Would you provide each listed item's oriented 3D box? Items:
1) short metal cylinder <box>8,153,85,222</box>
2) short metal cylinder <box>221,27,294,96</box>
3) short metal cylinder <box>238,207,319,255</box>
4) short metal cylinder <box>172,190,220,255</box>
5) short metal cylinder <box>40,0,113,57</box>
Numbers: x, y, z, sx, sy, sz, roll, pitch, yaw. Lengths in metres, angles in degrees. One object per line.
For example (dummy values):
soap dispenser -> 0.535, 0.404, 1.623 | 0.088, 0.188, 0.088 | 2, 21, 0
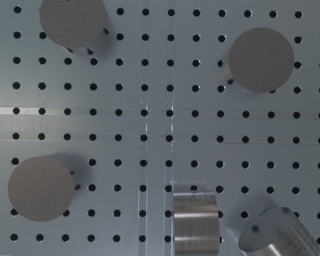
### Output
short metal cylinder -> -0.144, 0.074, 0.400 | 0.081, 0.050, 0.080 | 0, 90, 0
short metal cylinder -> 0.124, -0.083, 0.402 | 0.081, 0.050, 0.079 | 0, 90, 0
short metal cylinder -> 0.146, 0.145, 0.387 | 0.080, 0.080, 0.050 | -38, 90, 0
short metal cylinder -> 0.042, 0.118, 0.386 | 0.050, 0.080, 0.079 | -1, 90, 0
short metal cylinder -> -0.105, -0.137, 0.400 | 0.081, 0.050, 0.079 | 0, 90, 0
